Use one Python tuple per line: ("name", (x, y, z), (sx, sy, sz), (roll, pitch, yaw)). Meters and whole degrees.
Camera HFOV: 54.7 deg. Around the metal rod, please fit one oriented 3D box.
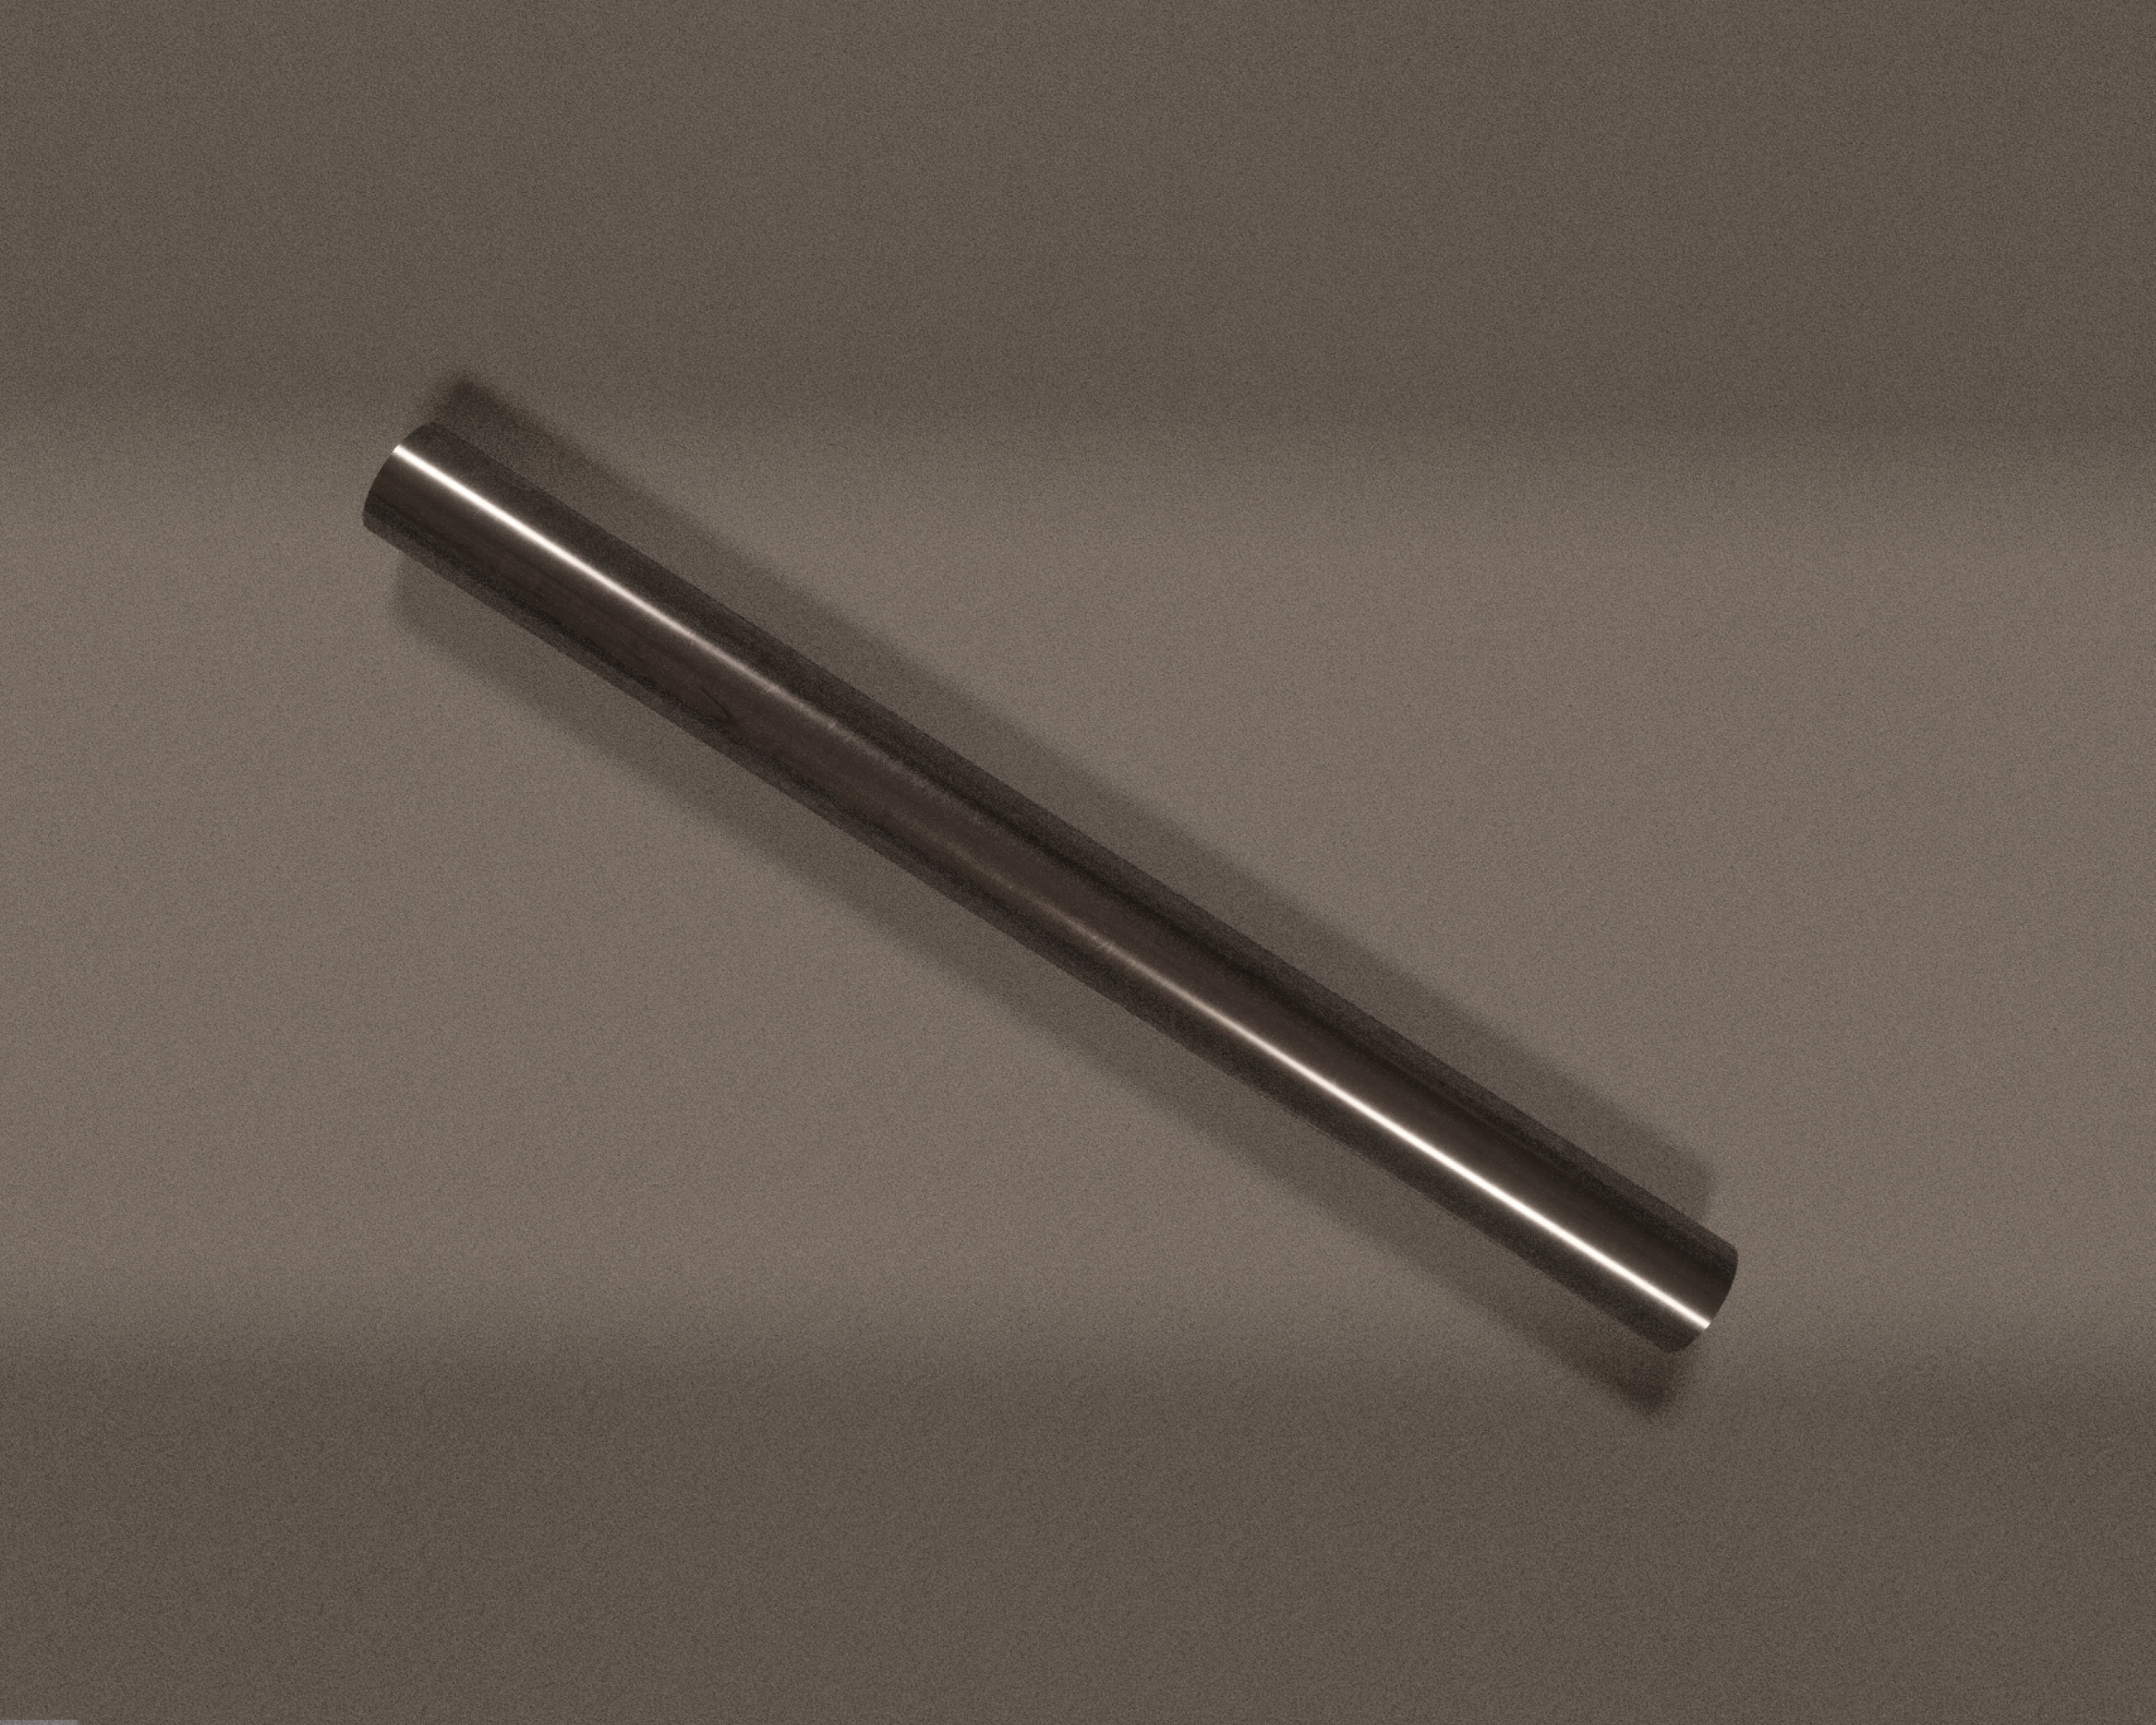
("metal rod", (-0.005, 0.005, 0.409), (0.301, 0.025, 0.025), (32, 90, -1))
